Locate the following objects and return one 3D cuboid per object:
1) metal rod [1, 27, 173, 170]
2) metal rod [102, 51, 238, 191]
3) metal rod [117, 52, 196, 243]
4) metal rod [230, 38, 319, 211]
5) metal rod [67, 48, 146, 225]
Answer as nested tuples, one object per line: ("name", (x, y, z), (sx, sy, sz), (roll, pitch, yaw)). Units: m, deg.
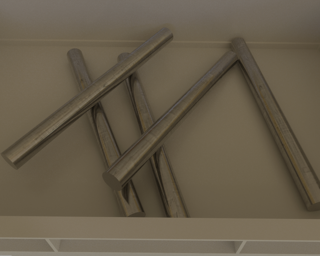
("metal rod", (-0.077, -0.056, 0.417), (0.025, 0.025, 0.301), (29, 55, 22))
("metal rod", (0.033, -0.030, 0.407), (0.025, 0.025, 0.301), (27, 48, 20))
("metal rod", (-0.016, 0.000, 0.405), (0.025, 0.025, 0.300), (-12, 51, -10))
("metal rod", (0.153, -0.029, 0.431), (0.025, 0.025, 0.300), (-6, 50, -5))
("metal rod", (-0.083, -0.012, 0.413), (0.025, 0.025, 0.300), (-17, 52, -14))
